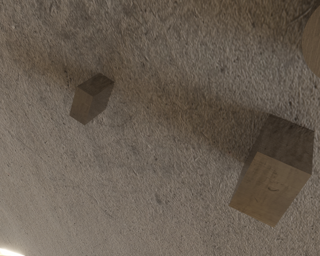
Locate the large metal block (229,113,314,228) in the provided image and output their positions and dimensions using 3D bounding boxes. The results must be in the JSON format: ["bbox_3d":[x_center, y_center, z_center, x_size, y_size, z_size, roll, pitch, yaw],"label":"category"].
[{"bbox_3d":[0.121,0.044,0.335,0.050,0.080,0.079,24,127,13],"label":"large metal block"}]

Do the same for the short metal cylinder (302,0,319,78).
[{"bbox_3d":[0.163,-0.079,0.256,0.080,0.050,0.079,13,124,21],"label":"short metal cylinder"}]

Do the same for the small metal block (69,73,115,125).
[{"bbox_3d":[-0.091,-0.039,0.414,0.025,0.050,0.050,33,129,7],"label":"small metal block"}]
